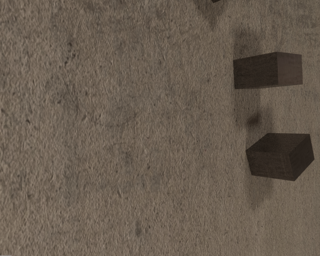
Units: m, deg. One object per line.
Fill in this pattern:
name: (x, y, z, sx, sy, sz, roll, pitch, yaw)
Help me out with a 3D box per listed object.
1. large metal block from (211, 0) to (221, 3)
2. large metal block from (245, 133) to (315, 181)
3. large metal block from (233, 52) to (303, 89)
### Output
large metal block: (0.094, -0.255, 0.469, 0.080, 0.050, 0.080, 43, 64, -32)
large metal block: (0.214, 0.048, 0.552, 0.081, 0.080, 0.050, -29, 109, -37)
large metal block: (0.183, -0.095, 0.525, 0.081, 0.080, 0.050, -7, 95, -40)
